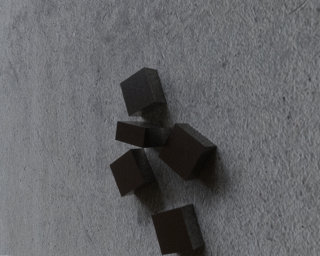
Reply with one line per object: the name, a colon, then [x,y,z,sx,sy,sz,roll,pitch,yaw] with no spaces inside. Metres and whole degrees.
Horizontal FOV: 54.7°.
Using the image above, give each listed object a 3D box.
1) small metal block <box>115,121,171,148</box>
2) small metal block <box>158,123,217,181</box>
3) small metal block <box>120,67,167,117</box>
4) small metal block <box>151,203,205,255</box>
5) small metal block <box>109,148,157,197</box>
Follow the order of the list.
small metal block: [-0.022,0.008,0.407,0.050,0.050,0.025,13,99,39]
small metal block: [0.032,0.028,0.378,0.050,0.025,0.050,40,114,32]
small metal block: [-0.024,-0.048,0.425,0.050,0.025,0.050,-26,74,37]
small metal block: [0.022,0.127,0.387,0.050,0.025,0.050,-27,73,37]
small metal block: [-0.039,0.063,0.437,0.050,0.025,0.050,-37,67,33]
